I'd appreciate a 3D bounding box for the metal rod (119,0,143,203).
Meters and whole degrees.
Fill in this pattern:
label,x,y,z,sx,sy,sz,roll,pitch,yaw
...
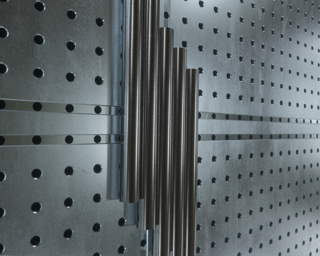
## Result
label,x,y,z,sx,sy,sz,roll,pitch,yaw
metal rod,-0.035,-0.060,0.381,0.025,0.025,0.298,1,89,-40

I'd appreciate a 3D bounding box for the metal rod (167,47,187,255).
label,x,y,z,sx,sy,sz,roll,pitch,yaw
metal rod,0.022,0.040,0.429,0.025,0.025,0.298,2,89,-40

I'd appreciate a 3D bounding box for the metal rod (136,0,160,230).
label,x,y,z,sx,sy,sz,roll,pitch,yaw
metal rod,-0.015,-0.023,0.397,0.025,0.025,0.298,2,89,-40

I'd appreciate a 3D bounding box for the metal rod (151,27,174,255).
label,x,y,z,sx,sy,sz,roll,pitch,yaw
metal rod,0.004,0.018,0.413,0.025,0.025,0.298,2,89,-40

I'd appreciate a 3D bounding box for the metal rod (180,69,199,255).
label,x,y,z,sx,sy,sz,roll,pitch,yaw
metal rod,0.041,0.066,0.445,0.025,0.025,0.298,2,89,-40
